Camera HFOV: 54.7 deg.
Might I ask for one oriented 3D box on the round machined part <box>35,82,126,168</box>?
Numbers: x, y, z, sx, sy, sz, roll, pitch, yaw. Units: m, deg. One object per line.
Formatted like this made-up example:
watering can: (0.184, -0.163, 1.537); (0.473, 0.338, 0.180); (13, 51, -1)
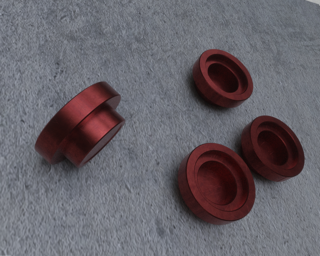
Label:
round machined part: (-0.074, 0.003, 0.316); (0.042, 0.097, 0.098); (43, 51, 1)

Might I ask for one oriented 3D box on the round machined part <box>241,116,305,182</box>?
round machined part: (0.160, 0.034, 0.458); (0.099, 0.042, 0.098); (14, 56, -21)

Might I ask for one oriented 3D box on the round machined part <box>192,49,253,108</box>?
round machined part: (0.094, -0.073, 0.487); (0.099, 0.042, 0.098); (14, 56, -21)

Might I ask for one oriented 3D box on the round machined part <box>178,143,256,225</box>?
round machined part: (0.066, 0.071, 0.385); (0.099, 0.042, 0.098); (14, 56, -21)
